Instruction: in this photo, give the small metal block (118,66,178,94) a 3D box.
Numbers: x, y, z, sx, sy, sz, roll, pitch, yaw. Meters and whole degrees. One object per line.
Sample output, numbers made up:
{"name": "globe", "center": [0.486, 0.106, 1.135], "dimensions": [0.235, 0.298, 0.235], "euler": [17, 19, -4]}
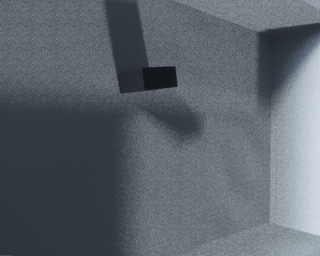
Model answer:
{"name": "small metal block", "center": [-0.015, -0.058, 0.376], "dimensions": [0.050, 0.050, 0.025], "euler": [-12, 98, -39]}
